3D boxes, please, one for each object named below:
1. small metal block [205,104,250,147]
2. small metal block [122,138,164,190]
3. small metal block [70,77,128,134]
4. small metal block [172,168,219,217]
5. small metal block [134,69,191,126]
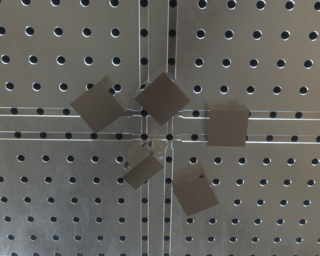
[{"bbox_3d":[0.088,-0.003,0.413,0.050,0.025,0.050,1,110,-1],"label":"small metal block"},{"bbox_3d":[-0.022,0.048,0.417,0.050,0.050,0.025,-40,105,13],"label":"small metal block"},{"bbox_3d":[-0.078,-0.029,0.402,0.050,0.025,0.050,-35,107,12],"label":"small metal block"},{"bbox_3d":[0.051,0.093,0.448,0.050,0.025,0.050,-25,108,8],"label":"small metal block"},{"bbox_3d":[0.003,-0.039,0.399,0.050,0.025,0.050,-41,105,13],"label":"small metal block"}]
